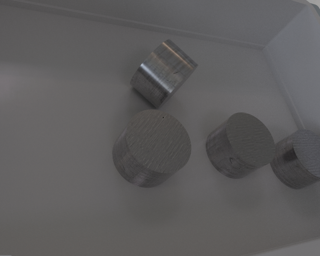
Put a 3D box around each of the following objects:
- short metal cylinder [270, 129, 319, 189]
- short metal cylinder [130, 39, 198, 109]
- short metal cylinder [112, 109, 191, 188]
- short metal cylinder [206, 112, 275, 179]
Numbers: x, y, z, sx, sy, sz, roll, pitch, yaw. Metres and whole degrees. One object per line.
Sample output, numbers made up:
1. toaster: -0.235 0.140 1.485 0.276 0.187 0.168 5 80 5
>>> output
1. short metal cylinder: 0.217 0.048 0.477 0.081 0.050 0.080 14 56 -21
2. short metal cylinder: 0.006 -0.071 0.417 0.050 0.080 0.080 42 51 1
3. short metal cylinder: -0.010 0.025 0.369 0.081 0.050 0.080 14 56 -21
4. short metal cylinder: 0.112 0.025 0.434 0.081 0.050 0.080 14 56 -21
